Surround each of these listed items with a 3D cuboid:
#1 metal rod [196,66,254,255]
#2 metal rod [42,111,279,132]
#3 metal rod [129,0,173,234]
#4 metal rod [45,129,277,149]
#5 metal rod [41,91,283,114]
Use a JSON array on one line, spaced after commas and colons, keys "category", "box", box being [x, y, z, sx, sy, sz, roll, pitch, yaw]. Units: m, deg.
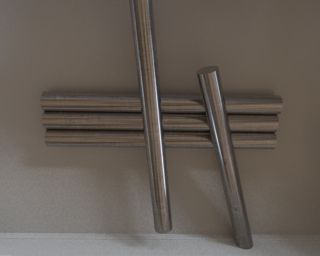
[{"category": "metal rod", "box": [0.093, 0.062, 0.413, 0.025, 0.025, 0.298, -15, 117, 5]}, {"category": "metal rod", "box": [0.002, -0.009, 0.407, 0.302, 0.025, 0.025, 1, 110, -1]}, {"category": "metal rod", "box": [-0.008, 0.001, 0.383, 0.025, 0.025, 0.298, -5, 110, 1]}, {"category": "metal rod", "box": [0.002, 0.014, 0.415, 0.302, 0.025, 0.025, 1, 110, -1]}, {"category": "metal rod", "box": [0.003, -0.032, 0.398, 0.302, 0.025, 0.025, 1, 110, -1]}]
